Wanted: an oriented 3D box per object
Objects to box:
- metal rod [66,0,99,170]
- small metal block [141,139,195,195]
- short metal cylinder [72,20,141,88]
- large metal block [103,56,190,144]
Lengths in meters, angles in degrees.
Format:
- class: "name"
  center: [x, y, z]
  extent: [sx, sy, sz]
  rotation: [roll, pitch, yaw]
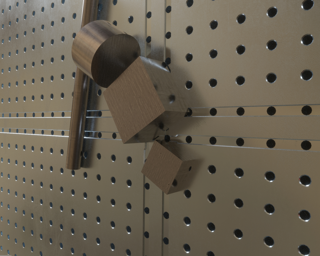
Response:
- class: "metal rod"
  center: [-0.128, -0.079, 0.511]
  extent: [0.025, 0.025, 0.298]
  rotation: [13, 98, 39]
- class: "small metal block"
  center: [0.009, 0.049, 0.400]
  extent: [0.050, 0.025, 0.050]
  rotation: [36, 112, 34]
- class: "short metal cylinder"
  center: [-0.074, -0.103, 0.432]
  extent: [0.050, 0.081, 0.079]
  rotation: [40, 114, 32]
- class: "large metal block"
  center: [-0.020, -0.034, 0.408]
  extent: [0.080, 0.050, 0.080]
  rotation: [-37, 67, 33]
